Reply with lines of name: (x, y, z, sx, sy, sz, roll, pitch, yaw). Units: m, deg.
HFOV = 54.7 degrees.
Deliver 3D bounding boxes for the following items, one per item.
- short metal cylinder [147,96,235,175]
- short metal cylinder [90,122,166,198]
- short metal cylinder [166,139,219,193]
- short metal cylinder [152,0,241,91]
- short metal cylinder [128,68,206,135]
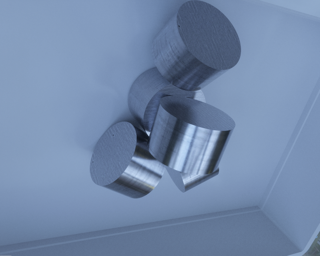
short metal cylinder: (0.032, 0.005, 0.326, 0.081, 0.080, 0.050, 3, 117, -30)
short metal cylinder: (-0.039, 0.039, 0.373, 0.050, 0.080, 0.080, 33, 100, -38)
short metal cylinder: (0.035, 0.039, 0.414, 0.050, 0.080, 0.080, -25, 128, -12)
short metal cylinder: (0.038, -0.086, 0.330, 0.081, 0.080, 0.050, 4, 159, -30)
short metal cylinder: (0.008, -0.028, 0.376, 0.081, 0.050, 0.079, -14, 124, -21)
